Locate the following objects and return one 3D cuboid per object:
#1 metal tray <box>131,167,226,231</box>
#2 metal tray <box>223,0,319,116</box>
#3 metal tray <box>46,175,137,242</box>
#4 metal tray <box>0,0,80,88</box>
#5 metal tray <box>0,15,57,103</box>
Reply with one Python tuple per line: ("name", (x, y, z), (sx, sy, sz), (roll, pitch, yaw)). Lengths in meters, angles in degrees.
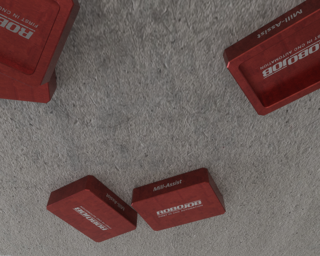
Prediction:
("metal tray", (0.031, 0.120, 0.506), (0.130, 0.030, 0.090), (-20, 128, 16))
("metal tray", (0.148, -0.078, 0.338), (0.130, 0.030, 0.090), (-29, 125, 22))
("metal tray", (-0.111, 0.140, 0.522), (0.090, 0.030, 0.130), (-26, 126, 20))
("metal tray", (-0.152, -0.105, 0.280), (0.131, 0.030, 0.090), (25, 103, -11))
("metal tray", (-0.186, -0.077, 0.336), (0.131, 0.030, 0.089), (6, 130, -5))
